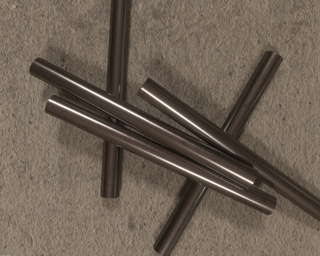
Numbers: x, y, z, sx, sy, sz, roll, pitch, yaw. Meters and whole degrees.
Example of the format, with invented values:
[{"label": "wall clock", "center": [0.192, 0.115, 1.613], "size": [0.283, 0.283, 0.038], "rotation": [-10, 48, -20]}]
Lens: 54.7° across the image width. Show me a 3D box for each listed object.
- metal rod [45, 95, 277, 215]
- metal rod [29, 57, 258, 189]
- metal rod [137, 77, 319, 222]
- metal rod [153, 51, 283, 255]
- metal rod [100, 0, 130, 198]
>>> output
[{"label": "metal rod", "center": [0.002, 0.034, 0.384], "size": [0.301, 0.025, 0.025], "rotation": [25, 90, -1]}, {"label": "metal rod", "center": [-0.023, -0.008, 0.380], "size": [0.301, 0.025, 0.025], "rotation": [28, 90, 4]}, {"label": "metal rod", "center": [0.102, 0.034, 0.388], "size": [0.301, 0.025, 0.025], "rotation": [34, 90, -10]}, {"label": "metal rod", "center": [0.077, 0.033, 0.411], "size": [0.025, 0.025, 0.299], "rotation": [30, 90, -1]}, {"label": "metal rod", "center": [-0.058, -0.059, 0.409], "size": [0.025, 0.025, 0.298], "rotation": [3, 90, -1]}]
